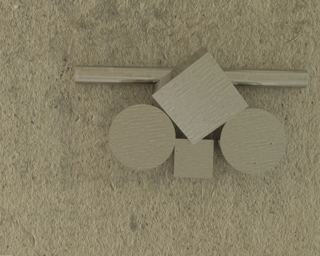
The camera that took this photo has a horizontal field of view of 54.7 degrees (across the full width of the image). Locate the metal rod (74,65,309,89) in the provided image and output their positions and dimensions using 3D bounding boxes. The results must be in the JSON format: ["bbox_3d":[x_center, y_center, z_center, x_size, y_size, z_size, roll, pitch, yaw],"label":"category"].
[{"bbox_3d":[0.041,-0.068,0.411,0.302,0.025,0.025,1,90,0],"label":"metal rod"}]

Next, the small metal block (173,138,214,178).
[{"bbox_3d":[0.044,0.039,0.412,0.050,0.025,0.050,2,90,0],"label":"small metal block"}]

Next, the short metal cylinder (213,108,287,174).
[{"bbox_3d":[0.113,0.016,0.399,0.081,0.050,0.079,0,90,0],"label":"short metal cylinder"}]

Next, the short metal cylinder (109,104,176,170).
[{"bbox_3d":[-0.021,0.011,0.398,0.081,0.050,0.079,0,90,0],"label":"short metal cylinder"}]

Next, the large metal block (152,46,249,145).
[{"bbox_3d":[0.047,-0.041,0.381,0.080,0.050,0.080,-37,107,13],"label":"large metal block"}]
